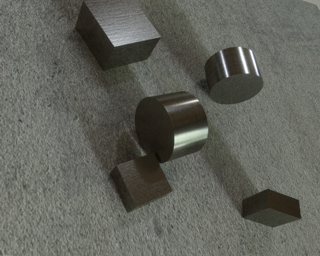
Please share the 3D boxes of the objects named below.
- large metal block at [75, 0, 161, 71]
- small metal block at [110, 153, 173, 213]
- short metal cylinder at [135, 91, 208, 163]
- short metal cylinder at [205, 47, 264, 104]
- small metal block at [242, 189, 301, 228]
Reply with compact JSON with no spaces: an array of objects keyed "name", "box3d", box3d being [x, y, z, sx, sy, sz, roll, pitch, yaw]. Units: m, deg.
[{"name":"large metal block","box3d":[-0.060,-0.136,0.440,0.081,0.050,0.080,-24,75,-37]},{"name":"small metal block","box3d":[-0.022,0.062,0.356,0.050,0.025,0.050,-16,70,-35]},{"name":"short metal cylinder","box3d":[0.012,-0.002,0.378,0.050,0.080,0.080,-14,69,-34]},{"name":"short metal cylinder","box3d":[0.113,-0.079,0.480,0.081,0.080,0.050,7,59,-25]},{"name":"small metal block","box3d":[0.144,0.106,0.403,0.050,0.050,0.025,21,54,-16]}]
